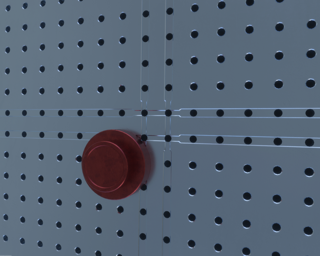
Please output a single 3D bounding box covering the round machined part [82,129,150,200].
[{"bbox_3d":[-0.066,0.051,0.426,0.098,0.042,0.097,0,90,19],"label":"round machined part"}]
